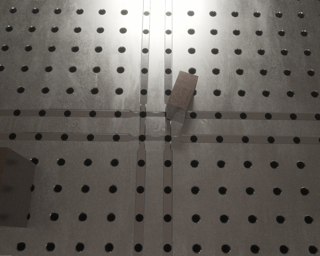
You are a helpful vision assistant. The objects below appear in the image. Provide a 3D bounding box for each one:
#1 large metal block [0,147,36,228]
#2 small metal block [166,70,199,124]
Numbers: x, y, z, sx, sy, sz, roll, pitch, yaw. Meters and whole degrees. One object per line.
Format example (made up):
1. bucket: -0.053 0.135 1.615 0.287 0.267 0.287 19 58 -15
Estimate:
1. large metal block: -0.188 0.071 0.354 0.050 0.080 0.080 0 70 0
2. small metal block: 0.029 -0.040 0.413 0.025 0.050 0.050 19 71 6
